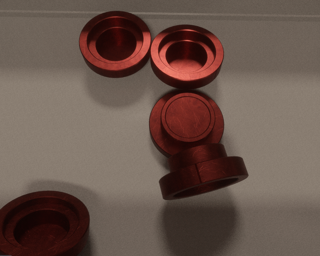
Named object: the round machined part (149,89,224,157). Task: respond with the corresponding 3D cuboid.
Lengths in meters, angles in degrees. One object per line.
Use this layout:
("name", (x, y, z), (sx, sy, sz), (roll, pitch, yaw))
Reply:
("round machined part", (0.035, -0.007, 0.404), (0.099, 0.042, 0.098), (0, 70, -1))

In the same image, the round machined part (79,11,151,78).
("round machined part", (-0.061, -0.114, 0.442), (0.099, 0.042, 0.098), (0, 70, -1))

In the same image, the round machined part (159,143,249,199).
("round machined part", (0.046, 0.048, 0.354), (0.099, 0.098, 0.042), (-13, 70, -5))

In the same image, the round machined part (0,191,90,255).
("round machined part", (-0.128, 0.117, 0.339), (0.099, 0.042, 0.098), (7, 28, -4))

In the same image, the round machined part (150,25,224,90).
("round machined part", (0.036, -0.093, 0.431), (0.099, 0.042, 0.098), (0, 62, -1))
